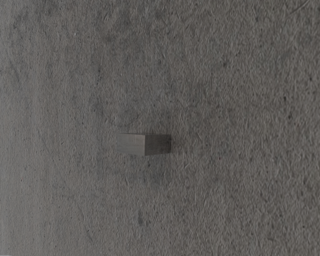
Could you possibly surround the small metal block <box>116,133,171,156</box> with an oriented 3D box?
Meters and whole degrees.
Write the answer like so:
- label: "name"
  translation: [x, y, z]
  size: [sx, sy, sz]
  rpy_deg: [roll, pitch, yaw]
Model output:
- label: "small metal block"
  translation: [-0.021, 0.020, 0.407]
  size: [0.050, 0.050, 0.025]
  rpy_deg: [3, 92, 40]
